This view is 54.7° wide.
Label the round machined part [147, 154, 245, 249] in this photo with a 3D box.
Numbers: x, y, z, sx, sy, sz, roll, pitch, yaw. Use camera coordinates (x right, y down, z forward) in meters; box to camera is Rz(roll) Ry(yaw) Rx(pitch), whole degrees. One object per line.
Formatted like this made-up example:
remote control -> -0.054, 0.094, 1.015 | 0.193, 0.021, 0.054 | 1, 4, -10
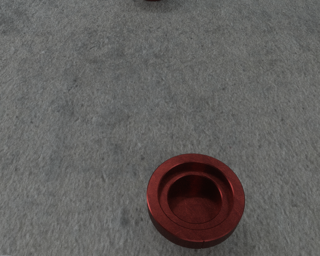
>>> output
round machined part -> 0.036, 0.079, 0.327 | 0.099, 0.042, 0.098 | 0, 50, 0
